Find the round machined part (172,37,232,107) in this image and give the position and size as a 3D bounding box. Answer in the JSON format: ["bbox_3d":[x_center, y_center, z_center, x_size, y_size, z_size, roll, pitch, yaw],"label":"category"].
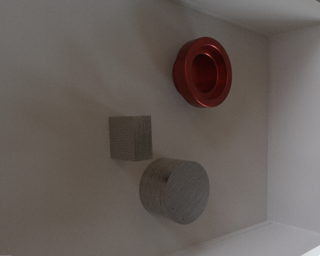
[{"bbox_3d":[0.057,-0.078,0.445,0.099,0.042,0.097,0,90,-40],"label":"round machined part"}]

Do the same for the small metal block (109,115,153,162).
[{"bbox_3d":[-0.035,0.011,0.363,0.025,0.050,0.050,-4,93,-40],"label":"small metal block"}]

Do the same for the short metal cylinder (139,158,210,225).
[{"bbox_3d":[0.020,0.081,0.409,0.081,0.050,0.079,0,90,-40],"label":"short metal cylinder"}]
